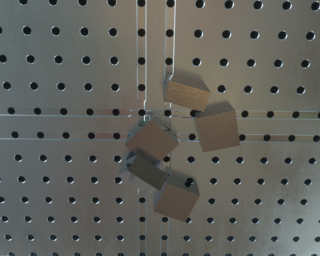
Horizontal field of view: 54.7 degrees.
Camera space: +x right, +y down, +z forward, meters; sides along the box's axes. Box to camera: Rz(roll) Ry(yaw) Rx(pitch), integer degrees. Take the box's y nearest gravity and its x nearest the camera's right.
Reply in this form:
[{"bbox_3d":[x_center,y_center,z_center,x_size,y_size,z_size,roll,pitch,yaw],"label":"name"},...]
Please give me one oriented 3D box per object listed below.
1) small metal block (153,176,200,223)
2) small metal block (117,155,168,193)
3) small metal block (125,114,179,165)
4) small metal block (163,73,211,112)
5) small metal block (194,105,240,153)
[{"bbox_3d":[0.023,0.103,0.452,0.050,0.025,0.050,21,109,-8],"label":"small metal block"},{"bbox_3d":[-0.025,0.064,0.421,0.050,0.050,0.025,34,64,-12],"label":"small metal block"},{"bbox_3d":[-0.011,0.018,0.420,0.050,0.025,0.050,43,104,-15],"label":"small metal block"},{"bbox_3d":[0.031,-0.045,0.384,0.050,0.050,0.025,15,109,-6],"label":"small metal block"},{"bbox_3d":[0.077,0.001,0.415,0.050,0.025,0.050,-12,110,4],"label":"small metal block"}]
